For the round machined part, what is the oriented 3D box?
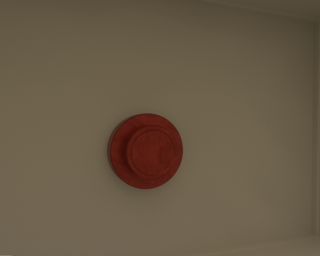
[{"bbox_3d":[-0.015,0.030,0.397,0.099,0.042,0.097,0,90,-21],"label":"round machined part"}]
